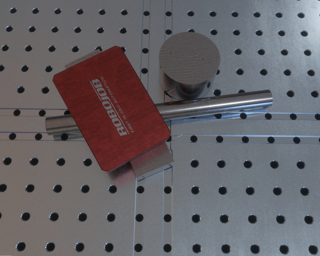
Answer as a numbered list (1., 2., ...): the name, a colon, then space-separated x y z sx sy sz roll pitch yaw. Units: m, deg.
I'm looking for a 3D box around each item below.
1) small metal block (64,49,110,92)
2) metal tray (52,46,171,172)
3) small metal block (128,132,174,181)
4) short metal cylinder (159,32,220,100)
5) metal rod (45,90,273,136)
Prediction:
1. small metal block: -0.096 -0.074 0.424 0.050 0.050 0.025 -30 73 -11
2. metal tray: -0.058 -0.023 0.376 0.090 0.030 0.130 -29 84 -10
3. small metal block: -0.015 0.033 0.398 0.050 0.025 0.050 -22 72 -8
4. short metal cylinder: 0.039 -0.084 0.429 0.081 0.050 0.080 0 70 0
5. metal rod: 0.001 -0.022 0.420 0.302 0.025 0.025 -7 70 -3
